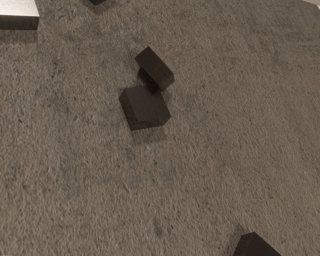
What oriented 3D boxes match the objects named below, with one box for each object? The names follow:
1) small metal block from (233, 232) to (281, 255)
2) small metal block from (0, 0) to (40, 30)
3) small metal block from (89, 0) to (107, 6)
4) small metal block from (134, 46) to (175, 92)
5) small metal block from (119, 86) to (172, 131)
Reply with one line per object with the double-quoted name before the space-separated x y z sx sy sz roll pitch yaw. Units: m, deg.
"small metal block" 0.115 0.162 0.369 0.050 0.025 0.050 42 51 0
"small metal block" -0.188 -0.154 0.397 0.050 0.025 0.050 -10 67 -33
"small metal block" -0.102 -0.227 0.489 0.050 0.025 0.050 42 51 0
"small metal block" -0.006 -0.081 0.433 0.025 0.050 0.050 -42 84 1
"small metal block" -0.020 -0.027 0.411 0.050 0.025 0.050 -10 67 -33
